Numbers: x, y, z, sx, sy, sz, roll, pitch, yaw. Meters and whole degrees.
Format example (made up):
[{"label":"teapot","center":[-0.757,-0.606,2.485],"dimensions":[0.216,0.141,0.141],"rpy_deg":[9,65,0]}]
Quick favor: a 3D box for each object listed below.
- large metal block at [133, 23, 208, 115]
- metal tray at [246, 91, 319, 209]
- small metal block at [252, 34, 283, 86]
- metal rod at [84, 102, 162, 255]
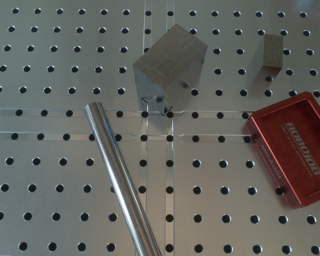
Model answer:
[{"label":"large metal block","center":[0.013,-0.074,0.410],"dimensions":[0.050,0.080,0.080],"rpy_deg":[40,75,13]},{"label":"metal tray","center":[0.183,0.026,0.400],"dimensions":[0.091,0.030,0.130],"rpy_deg":[-22,72,-8]},{"label":"small metal block","center":[0.150,-0.094,0.434],"dimensions":[0.025,0.050,0.050],"rpy_deg":[9,70,3]},{"label":"metal rod","center":[-0.032,0.101,0.374],"dimensions":[0.025,0.025,0.299],"rpy_deg":[-22,72,-8]}]
